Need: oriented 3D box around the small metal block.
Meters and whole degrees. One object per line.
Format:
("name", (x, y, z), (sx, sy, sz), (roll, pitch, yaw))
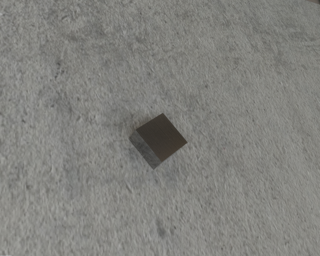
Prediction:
("small metal block", (-0.002, 0.016, 0.392), (0.050, 0.025, 0.050), (-34, 81, -38))
